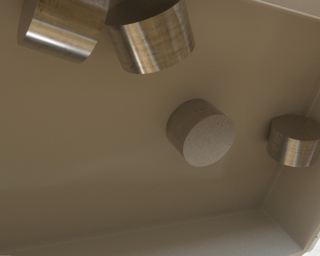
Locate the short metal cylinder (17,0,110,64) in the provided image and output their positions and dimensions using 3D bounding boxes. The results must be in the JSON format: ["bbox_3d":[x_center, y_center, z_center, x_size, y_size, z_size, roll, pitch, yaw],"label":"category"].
[{"bbox_3d":[-0.084,-0.101,0.265,0.050,0.080,0.080,14,111,-34],"label":"short metal cylinder"}]

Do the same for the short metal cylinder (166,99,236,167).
[{"bbox_3d":[0.055,0.006,0.426,0.081,0.050,0.079,-14,124,-21],"label":"short metal cylinder"}]

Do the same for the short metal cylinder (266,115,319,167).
[{"bbox_3d":[0.219,0.019,0.505,0.081,0.080,0.050,-14,124,-21],"label":"short metal cylinder"}]

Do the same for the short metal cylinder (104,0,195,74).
[{"bbox_3d":[-0.010,-0.097,0.307,0.080,0.080,0.050,-29,128,-10],"label":"short metal cylinder"}]
